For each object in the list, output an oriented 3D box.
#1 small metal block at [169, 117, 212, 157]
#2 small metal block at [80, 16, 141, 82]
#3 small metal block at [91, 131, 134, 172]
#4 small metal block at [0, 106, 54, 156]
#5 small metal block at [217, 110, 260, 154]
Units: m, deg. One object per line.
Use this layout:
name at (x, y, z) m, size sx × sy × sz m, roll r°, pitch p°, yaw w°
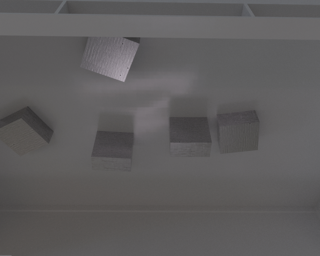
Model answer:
small metal block at (0.038, 0.011, 0.402) m, size 0.050 × 0.050 × 0.025 m, roll 0°, pitch 130°, yaw 0°
small metal block at (-0.054, -0.084, 0.336) m, size 0.050 × 0.025 × 0.050 m, roll 17°, pitch 128°, yaw -15°
small metal block at (-0.063, 0.031, 0.418) m, size 0.050 × 0.050 × 0.025 m, roll 3°, pitch 130°, yaw -3°
small metal block at (-0.181, 0.005, 0.412) m, size 0.050 × 0.025 × 0.050 m, roll -22°, pitch 127°, yaw 17°
small metal block at (0.104, 0.006, 0.415) m, size 0.050 × 0.025 × 0.050 m, roll -7°, pitch 130°, yaw 5°
